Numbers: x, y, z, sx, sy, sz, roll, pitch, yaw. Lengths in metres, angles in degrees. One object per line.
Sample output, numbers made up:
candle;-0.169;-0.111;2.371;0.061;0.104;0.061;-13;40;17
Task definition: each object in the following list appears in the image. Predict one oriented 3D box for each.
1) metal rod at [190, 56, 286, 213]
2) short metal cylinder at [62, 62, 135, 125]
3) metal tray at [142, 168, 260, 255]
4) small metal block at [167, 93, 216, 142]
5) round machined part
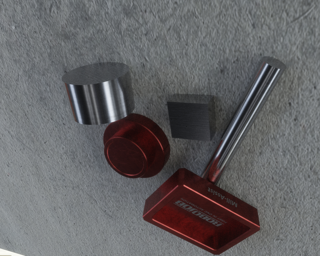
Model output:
metal rod;0.073;0.047;0.397;0.025;0.025;0.298;28;128;10
short metal cylinder;-0.074;-0.045;0.383;0.080;0.080;0.050;8;122;24
metal tray;0.055;0.116;0.415;0.130;0.030;0.090;31;125;-15
small metal block;0.039;-0.013;0.378;0.050;0.025;0.050;5;121;25
round machined part;-0.039;0.032;0.436;0.098;0.042;0.097;13;124;21
